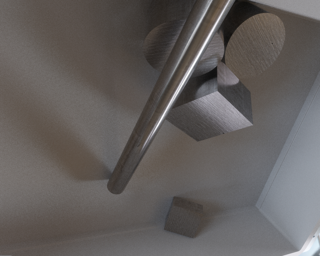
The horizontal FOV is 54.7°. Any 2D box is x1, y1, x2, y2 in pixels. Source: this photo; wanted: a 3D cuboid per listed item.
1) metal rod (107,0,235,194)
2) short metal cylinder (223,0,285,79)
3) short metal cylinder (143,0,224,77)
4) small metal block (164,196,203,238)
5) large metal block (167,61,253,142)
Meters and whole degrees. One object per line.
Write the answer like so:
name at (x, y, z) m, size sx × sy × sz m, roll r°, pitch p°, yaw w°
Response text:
metal rod at (-0.009, -0.009, 0.323) m, size 0.025 × 0.025 × 0.298 m, roll -2°, pitch 144°, yaw -28°
short metal cylinder at (0.102, -0.108, 0.377) m, size 0.081 × 0.050 × 0.079 m, roll -14°, pitch 130°, yaw -16°
short metal cylinder at (0.025, -0.097, 0.322) m, size 0.080 × 0.050 × 0.080 m, roll 4°, pitch 150°, yaw 2°
small metal block at (0.039, 0.146, 0.507) m, size 0.050 × 0.025 × 0.050 m, roll 17°, pitch 111°, yaw 0°
large metal block at (0.057, -0.031, 0.381) m, size 0.080 × 0.050 × 0.080 m, roll -20°, pitch 141°, yaw 36°
